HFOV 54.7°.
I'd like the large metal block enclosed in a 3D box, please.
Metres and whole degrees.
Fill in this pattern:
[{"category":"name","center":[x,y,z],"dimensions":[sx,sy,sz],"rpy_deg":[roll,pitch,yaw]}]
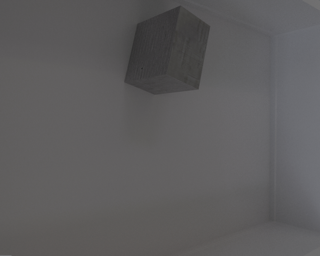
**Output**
[{"category":"large metal block","center":[0.008,-0.089,0.377],"dimensions":[0.050,0.080,0.080],"rpy_deg":[19,78,-39]}]
